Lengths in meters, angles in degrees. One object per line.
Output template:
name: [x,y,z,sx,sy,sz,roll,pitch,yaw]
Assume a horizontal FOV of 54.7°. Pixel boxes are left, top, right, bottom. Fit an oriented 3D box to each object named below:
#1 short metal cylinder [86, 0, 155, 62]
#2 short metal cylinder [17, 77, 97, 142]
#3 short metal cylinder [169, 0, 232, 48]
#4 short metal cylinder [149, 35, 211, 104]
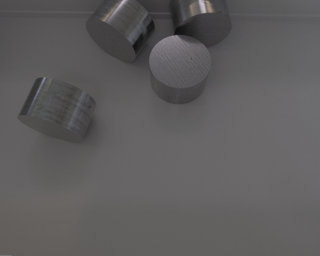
short metal cylinder: [-0.055,-0.138,0.430,0.080,0.080,0.050,29,73,10]
short metal cylinder: [-0.127,-0.020,0.387,0.080,0.080,0.050,15,71,5]
short metal cylinder: [0.056,-0.156,0.438,0.081,0.080,0.050,-7,70,-3]
short metal cylinder: [0.026,-0.079,0.425,0.081,0.050,0.080,0,70,0]
